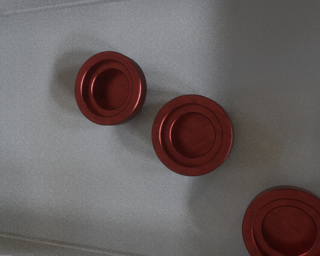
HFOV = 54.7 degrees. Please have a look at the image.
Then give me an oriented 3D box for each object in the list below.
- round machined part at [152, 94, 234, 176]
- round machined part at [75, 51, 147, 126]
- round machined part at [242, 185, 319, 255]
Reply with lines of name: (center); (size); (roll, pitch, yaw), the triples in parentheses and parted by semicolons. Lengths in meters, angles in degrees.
round machined part: (0.043, 0.009, 0.386); (0.098, 0.042, 0.097); (0, 90, 20)
round machined part: (-0.063, -0.052, 0.424); (0.098, 0.042, 0.097); (0, 90, 20)
round machined part: (0.145, 0.113, 0.350); (0.098, 0.042, 0.097); (0, 90, 20)
